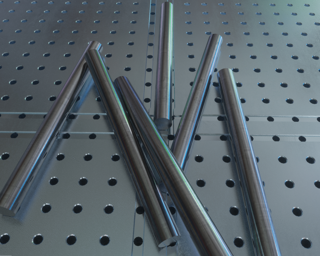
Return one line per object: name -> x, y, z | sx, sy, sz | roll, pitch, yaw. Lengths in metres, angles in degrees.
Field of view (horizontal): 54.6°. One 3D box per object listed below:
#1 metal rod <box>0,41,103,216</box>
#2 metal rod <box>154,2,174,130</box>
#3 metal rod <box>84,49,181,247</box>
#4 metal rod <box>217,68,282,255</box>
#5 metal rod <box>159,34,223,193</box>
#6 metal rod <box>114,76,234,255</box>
metal rod -> -0.138, -0.024, 0.426 | 0.025, 0.025, 0.300 | 9, 50, 7
metal rod -> 0.009, -0.120, 0.508 | 0.025, 0.025, 0.300 | 2, 50, 1
metal rod -> -0.047, 0.002, 0.393 | 0.025, 0.025, 0.299 | -17, 56, -14
metal rod -> 0.103, 0.032, 0.380 | 0.025, 0.025, 0.300 | -1, 50, -1
metal rod -> 0.053, -0.042, 0.443 | 0.025, 0.025, 0.300 | 13, 51, 11
metal rod -> -0.003, 0.024, 0.359 | 0.025, 0.025, 0.300 | -17, 44, -14
